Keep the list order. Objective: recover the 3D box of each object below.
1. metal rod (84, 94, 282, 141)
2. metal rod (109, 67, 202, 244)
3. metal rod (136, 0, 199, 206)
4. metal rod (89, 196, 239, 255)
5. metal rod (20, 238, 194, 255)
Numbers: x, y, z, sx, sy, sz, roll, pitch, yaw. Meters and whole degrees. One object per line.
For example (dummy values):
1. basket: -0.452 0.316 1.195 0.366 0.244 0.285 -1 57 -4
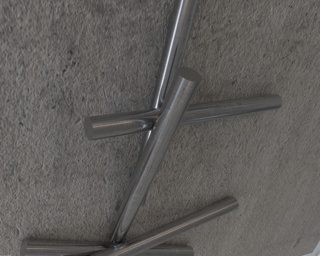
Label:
1. metal rod: 0.053 -0.020 0.397 0.303 0.025 0.025 -9 123 -33
2. metal rod: -0.019 0.057 0.383 0.025 0.025 0.298 -1 134 -28
3. metal rod: 0.000 -0.024 0.391 0.025 0.025 0.298 0 119 -29
4. metal rod: 0.005 0.169 0.494 0.303 0.025 0.025 -14 125 -28
5. metal rod: -0.062 0.196 0.493 0.302 0.025 0.025 18 109 -35
